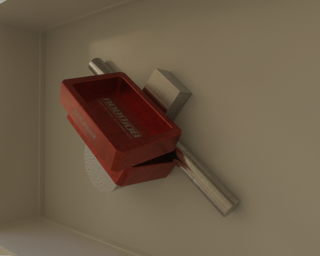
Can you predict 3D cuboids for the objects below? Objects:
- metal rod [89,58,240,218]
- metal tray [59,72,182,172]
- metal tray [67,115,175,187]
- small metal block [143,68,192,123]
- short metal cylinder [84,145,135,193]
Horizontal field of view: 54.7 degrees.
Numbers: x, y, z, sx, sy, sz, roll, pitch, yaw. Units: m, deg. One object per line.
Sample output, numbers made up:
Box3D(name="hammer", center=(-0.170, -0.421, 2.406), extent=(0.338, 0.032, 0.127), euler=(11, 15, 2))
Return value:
Box3D(name="metal rod", center=(-0.011, -0.005, 0.414), extent=(0.300, 0.025, 0.025), euler=(46, 118, 29))
Box3D(name="metal tray", center=(-0.049, -0.015, 0.368), extent=(0.130, 0.091, 0.030), euler=(47, 135, 29))
Box3D(name="metal tray", center=(-0.050, 0.013, 0.401), extent=(0.130, 0.091, 0.030), euler=(47, 118, 29))
Box3D(name="small metal block", center=(0.005, -0.041, 0.399), extent=(0.050, 0.025, 0.050), euler=(48, 118, 29))
Box3D(name="short metal cylinder", center=(-0.061, 0.044, 0.430), extent=(0.080, 0.050, 0.079), euler=(10, 104, 44))
